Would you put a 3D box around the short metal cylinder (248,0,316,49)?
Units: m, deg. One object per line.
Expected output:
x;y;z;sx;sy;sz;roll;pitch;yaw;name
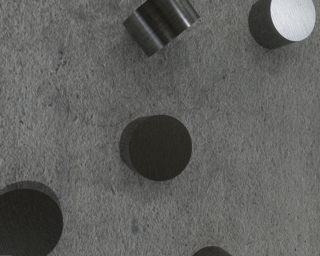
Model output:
0.181;-0.163;0.462;0.081;0.050;0.080;0;90;-20;short metal cylinder

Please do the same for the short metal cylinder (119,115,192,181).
-0.007;0.024;0.393;0.081;0.050;0.080;0;90;-20;short metal cylinder

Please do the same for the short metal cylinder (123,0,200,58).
0.002;-0.131;0.380;0.080;0.080;0.050;-42;104;-15;short metal cylinder

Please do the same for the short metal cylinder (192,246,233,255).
0.080;0.211;0.425;0.081;0.050;0.080;0;90;-20;short metal cylinder

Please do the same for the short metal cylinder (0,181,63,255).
-0.150;0.102;0.341;0.081;0.050;0.080;0;90;-20;short metal cylinder
